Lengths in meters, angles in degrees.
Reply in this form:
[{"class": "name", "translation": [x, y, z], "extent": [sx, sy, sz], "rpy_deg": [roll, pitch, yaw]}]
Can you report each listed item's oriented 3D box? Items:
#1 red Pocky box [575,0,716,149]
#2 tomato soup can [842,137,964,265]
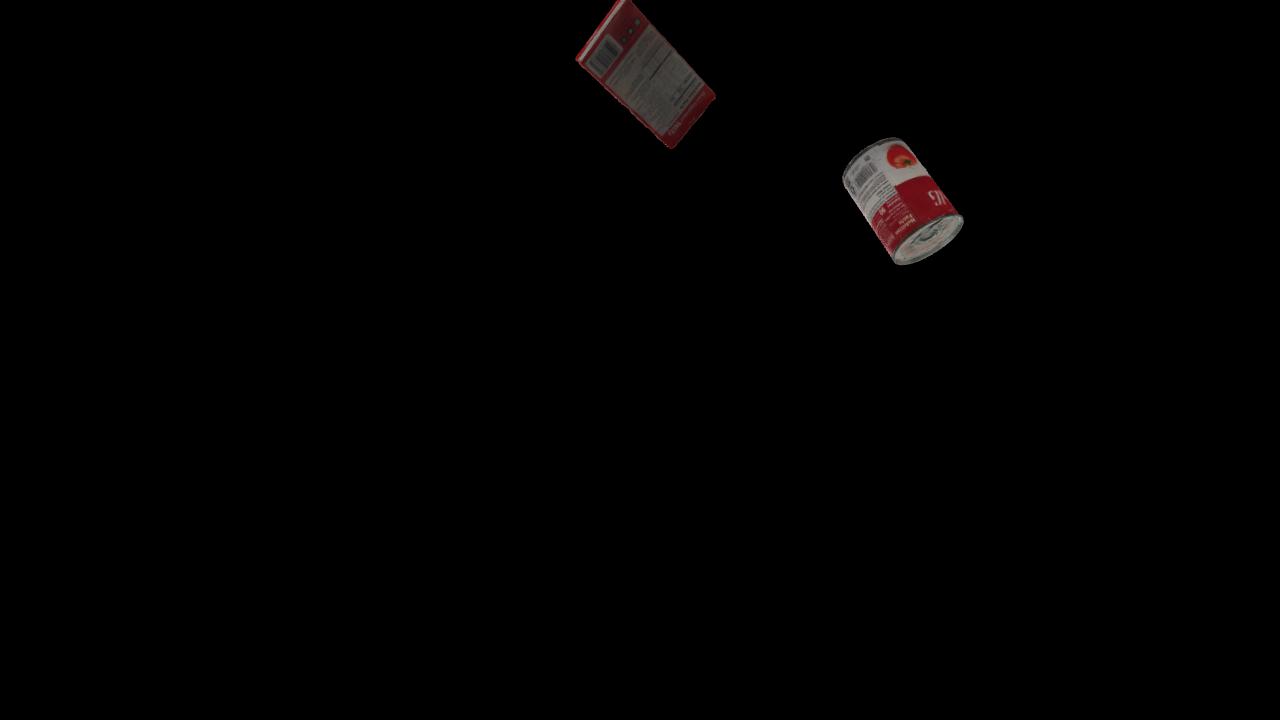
[{"class": "red Pocky box", "translation": [0.009, -0.318, 0.694], "extent": [0.155, 0.083, 0.028], "rpy_deg": [30, 17, -39]}, {"class": "tomato soup can", "translation": [0.243, -0.149, 0.578], "extent": [0.068, 0.101, 0.068], "rpy_deg": [-18, -25, -9]}]
